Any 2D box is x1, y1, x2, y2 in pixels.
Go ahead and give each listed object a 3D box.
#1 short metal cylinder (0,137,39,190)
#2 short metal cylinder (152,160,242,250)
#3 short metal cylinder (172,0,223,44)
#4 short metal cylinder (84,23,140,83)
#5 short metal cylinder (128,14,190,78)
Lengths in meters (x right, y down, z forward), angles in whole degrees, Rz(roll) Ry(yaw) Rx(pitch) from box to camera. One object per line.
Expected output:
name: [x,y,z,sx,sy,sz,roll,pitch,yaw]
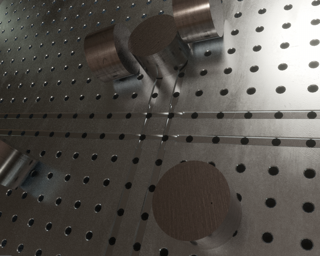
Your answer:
short metal cylinder: [-0.231,0.049,0.461,0.080,0.080,0.050,23,74,36]
short metal cylinder: [0.039,0.080,0.322,0.080,0.050,0.080,-13,56,21]
short metal cylinder: [0.057,-0.166,0.444,0.050,0.080,0.080,-6,59,25]
short metal cylinder: [-0.072,-0.115,0.480,0.050,0.080,0.080,-12,57,21]
short metal cylinder: [-0.001,-0.123,0.467,0.080,0.050,0.080,-13,56,20]
